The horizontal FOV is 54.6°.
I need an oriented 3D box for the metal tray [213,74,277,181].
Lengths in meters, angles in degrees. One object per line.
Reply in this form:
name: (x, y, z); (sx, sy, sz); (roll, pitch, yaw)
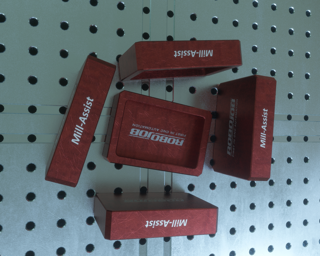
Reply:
metal tray: (0.111, 0.000, 0.418); (0.030, 0.090, 0.129); (5, 88, -20)

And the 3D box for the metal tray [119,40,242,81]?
metal tray: (0.023, -0.083, 0.385); (0.131, 0.090, 0.030); (-7, 93, -20)

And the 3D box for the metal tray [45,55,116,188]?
metal tray: (-0.091, -0.007, 0.344); (0.030, 0.090, 0.130); (19, 83, -19)

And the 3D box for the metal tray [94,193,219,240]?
metal tray: (-0.008, 0.102, 0.375); (0.131, 0.090, 0.030); (4, 89, -20)

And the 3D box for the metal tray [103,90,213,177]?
metal tray: (-0.001, 0.009, 0.408); (0.131, 0.030, 0.090); (12, 86, -20)
